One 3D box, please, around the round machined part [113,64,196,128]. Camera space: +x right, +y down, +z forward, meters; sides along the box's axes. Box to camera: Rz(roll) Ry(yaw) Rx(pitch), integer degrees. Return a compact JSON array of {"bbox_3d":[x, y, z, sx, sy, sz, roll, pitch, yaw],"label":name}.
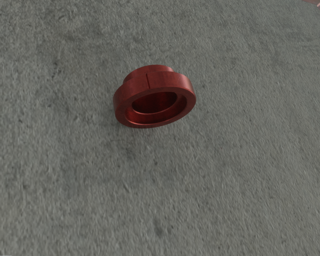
[{"bbox_3d":[-0.009,-0.040,0.378,0.099,0.097,0.042,1,62,-28],"label":"round machined part"}]
